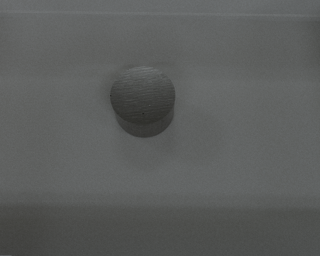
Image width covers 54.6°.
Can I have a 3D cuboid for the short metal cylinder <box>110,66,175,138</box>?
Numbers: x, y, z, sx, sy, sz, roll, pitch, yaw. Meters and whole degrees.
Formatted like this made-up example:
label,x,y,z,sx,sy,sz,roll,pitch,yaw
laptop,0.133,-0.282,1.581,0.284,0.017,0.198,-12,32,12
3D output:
label,x,y,z,sx,sy,sz,roll,pitch,yaw
short metal cylinder,-0.021,-0.033,0.406,0.080,0.050,0.080,0,70,0
